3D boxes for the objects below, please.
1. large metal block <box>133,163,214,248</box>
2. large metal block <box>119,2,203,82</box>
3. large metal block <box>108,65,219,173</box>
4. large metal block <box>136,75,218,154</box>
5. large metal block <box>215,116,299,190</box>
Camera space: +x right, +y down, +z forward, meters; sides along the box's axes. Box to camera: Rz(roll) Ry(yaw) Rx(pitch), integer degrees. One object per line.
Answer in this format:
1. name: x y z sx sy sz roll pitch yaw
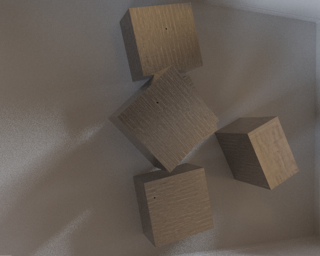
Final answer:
1. large metal block: 0.017 0.096 0.403 0.081 0.050 0.080 -11 94 -20
2. large metal block: 0.001 -0.108 0.397 0.081 0.050 0.080 -14 95 -20
3. large metal block: 0.003 -0.010 0.345 0.080 0.050 0.080 -46 104 -14
4. large metal block: 0.015 -0.011 0.402 0.080 0.050 0.080 -33 101 -17
5. large metal block: 0.131 0.031 0.429 0.050 0.080 0.080 -28 99 -18
